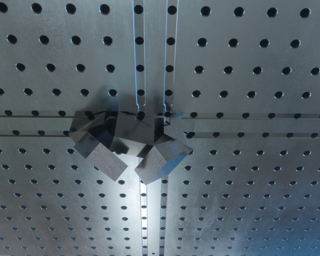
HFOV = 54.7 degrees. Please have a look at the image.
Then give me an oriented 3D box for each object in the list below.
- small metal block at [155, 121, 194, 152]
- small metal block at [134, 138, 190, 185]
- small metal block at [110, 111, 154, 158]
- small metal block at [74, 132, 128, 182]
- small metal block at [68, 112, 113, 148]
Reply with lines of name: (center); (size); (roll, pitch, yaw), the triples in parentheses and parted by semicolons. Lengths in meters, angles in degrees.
small metal block: (0.011, 0.025, 0.434); (0.050, 0.025, 0.050); (29, 124, -23)
small metal block: (0.003, 0.042, 0.396); (0.050, 0.025, 0.050); (-15, 150, -51)
small metal block: (-0.035, 0.009, 0.402); (0.050, 0.050, 0.025); (14, 129, -13)
small metal block: (-0.075, 0.035, 0.388); (0.025, 0.050, 0.050); (-50, 122, -10)
small metal block: (-0.087, 0.011, 0.420); (0.050, 0.025, 0.050); (-15, 129, 12)
